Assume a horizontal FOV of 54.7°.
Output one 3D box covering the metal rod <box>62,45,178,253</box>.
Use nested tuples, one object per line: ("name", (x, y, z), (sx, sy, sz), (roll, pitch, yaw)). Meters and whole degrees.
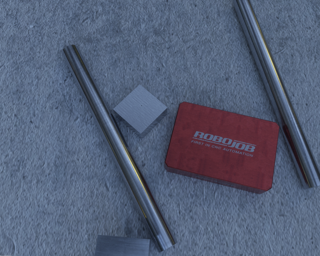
("metal rod", (-0.060, 0.013, 0.402), (0.025, 0.025, 0.299), (-26, 72, -9))

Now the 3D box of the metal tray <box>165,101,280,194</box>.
("metal tray", (0.079, 0.025, 0.397), (0.131, 0.030, 0.090), (13, 70, 4))

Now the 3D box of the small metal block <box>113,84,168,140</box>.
("small metal block", (-0.026, -0.022, 0.416), (0.050, 0.025, 0.050), (41, 75, 13))

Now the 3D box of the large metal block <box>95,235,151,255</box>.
("large metal block", (-0.039, 0.156, 0.322), (0.050, 0.080, 0.080), (5, 70, 1))

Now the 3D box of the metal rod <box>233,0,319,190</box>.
("metal rod", (0.159, -0.064, 0.433), (0.025, 0.025, 0.299), (-12, 71, -5))
